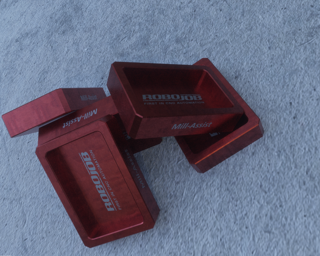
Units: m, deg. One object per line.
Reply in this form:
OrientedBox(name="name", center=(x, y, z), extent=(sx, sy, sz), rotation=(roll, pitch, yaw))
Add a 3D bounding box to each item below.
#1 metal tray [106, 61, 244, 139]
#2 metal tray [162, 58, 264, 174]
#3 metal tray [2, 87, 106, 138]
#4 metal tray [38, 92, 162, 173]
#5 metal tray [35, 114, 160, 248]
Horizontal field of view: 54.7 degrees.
OrientedBox(name="metal tray", center=(0.017, -0.034, 0.345), extent=(0.131, 0.030, 0.090), rotation=(-4, 46, -28))
OrientedBox(name="metal tray", center=(0.053, -0.020, 0.385), extent=(0.090, 0.030, 0.130), rotation=(-33, 52, 6))
OrientedBox(name="metal tray", center=(-0.136, -0.025, 0.429), extent=(0.090, 0.130, 0.030), rotation=(-22, 92, 15))
OrientedBox(name="metal tray", center=(-0.074, 0.010, 0.395), extent=(0.130, 0.090, 0.030), rotation=(-22, 54, 14))
OrientedBox(name="metal tray", center=(-0.068, 0.061, 0.346), extent=(0.090, 0.030, 0.129), rotation=(-23, 98, 15))
